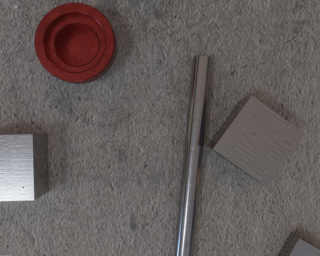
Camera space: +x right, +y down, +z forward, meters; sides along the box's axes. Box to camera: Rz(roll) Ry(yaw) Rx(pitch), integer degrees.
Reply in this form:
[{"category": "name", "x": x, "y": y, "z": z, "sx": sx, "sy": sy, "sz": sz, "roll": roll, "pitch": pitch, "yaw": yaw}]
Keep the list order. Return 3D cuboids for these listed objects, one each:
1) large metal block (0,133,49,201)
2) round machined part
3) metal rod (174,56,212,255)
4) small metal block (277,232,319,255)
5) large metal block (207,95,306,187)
[{"category": "large metal block", "x": -0.192, "y": 0.048, "z": 0.396, "sx": 0.081, "sy": 0.050, "sz": 0.079, "roll": -1, "pitch": 90, "yaw": 0}, {"category": "round machined part", "x": -0.105, "y": -0.105, "z": 0.400, "sx": 0.099, "sy": 0.042, "sz": 0.097, "roll": 0, "pitch": 90, "yaw": 0}, {"category": "metal rod", "x": 0.042, "y": 0.056, "z": 0.410, "sx": 0.025, "sy": 0.025, "sz": 0.298, "roll": 5, "pitch": 90, "yaw": 0}, {"category": "small metal block", "x": 0.189, "y": 0.176, "z": 0.412, "sx": 0.050, "sy": 0.025, "sz": 0.050, "roll": 30, "pitch": 90, "yaw": 0}, {"category": "large metal block", "x": 0.120, "y": 0.016, "z": 0.398, "sx": 0.080, "sy": 0.050, "sz": 0.080, "roll": 36, "pitch": 90, "yaw": 0}]
